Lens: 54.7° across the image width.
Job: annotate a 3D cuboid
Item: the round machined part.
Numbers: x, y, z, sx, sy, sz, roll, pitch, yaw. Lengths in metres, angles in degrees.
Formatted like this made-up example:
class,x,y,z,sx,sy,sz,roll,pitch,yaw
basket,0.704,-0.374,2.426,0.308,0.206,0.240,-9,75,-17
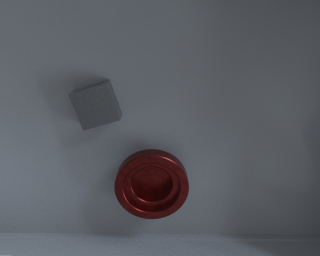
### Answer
class,x,y,z,sx,sy,sz,roll,pitch,yaw
round machined part,-0.011,0.073,0.429,0.099,0.042,0.097,0,110,-1

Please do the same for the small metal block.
class,x,y,z,sx,sy,sz,roll,pitch,yaw
small metal block,-0.082,-0.030,0.399,0.050,0.025,0.050,-16,110,5
